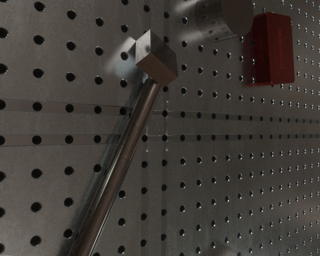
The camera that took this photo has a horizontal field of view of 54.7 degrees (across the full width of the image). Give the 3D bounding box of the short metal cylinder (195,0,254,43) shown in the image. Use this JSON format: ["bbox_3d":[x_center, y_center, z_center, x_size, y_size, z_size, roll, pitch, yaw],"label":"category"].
[{"bbox_3d":[0.100,-0.177,0.479,0.081,0.050,0.079,0,90,-40],"label":"short metal cylinder"}]

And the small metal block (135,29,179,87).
[{"bbox_3d":[-0.004,-0.088,0.393,0.050,0.025,0.050,35,36,-35],"label":"small metal block"}]

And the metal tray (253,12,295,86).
[{"bbox_3d":[0.219,-0.148,0.593,0.091,0.030,0.129,-10,96,-40],"label":"metal tray"}]

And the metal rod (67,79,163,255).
[{"bbox_3d":[-0.061,0.075,0.359,0.025,0.025,0.299,35,68,-35],"label":"metal rod"}]
